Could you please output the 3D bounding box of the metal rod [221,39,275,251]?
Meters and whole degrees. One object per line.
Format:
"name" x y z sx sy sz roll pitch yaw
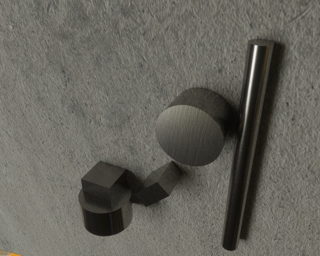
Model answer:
"metal rod" 0.101 0.044 0.379 0.025 0.025 0.298 12 124 21

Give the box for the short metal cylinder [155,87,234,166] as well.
"short metal cylinder" 0.042 -0.002 0.367 0.080 0.050 0.079 13 124 20

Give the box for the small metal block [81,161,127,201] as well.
"small metal block" -0.086 0.081 0.484 0.050 0.050 0.025 14 123 20

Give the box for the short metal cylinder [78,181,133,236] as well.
"short metal cylinder" -0.084 0.122 0.489 0.080 0.080 0.050 13 124 20

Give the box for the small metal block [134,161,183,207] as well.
"small metal block" -0.001 0.079 0.439 0.025 0.050 0.050 49 128 -7
